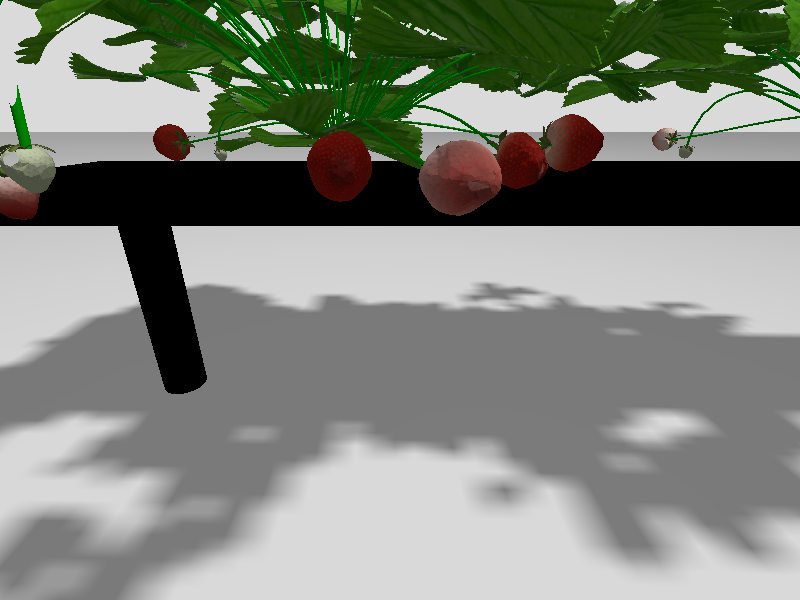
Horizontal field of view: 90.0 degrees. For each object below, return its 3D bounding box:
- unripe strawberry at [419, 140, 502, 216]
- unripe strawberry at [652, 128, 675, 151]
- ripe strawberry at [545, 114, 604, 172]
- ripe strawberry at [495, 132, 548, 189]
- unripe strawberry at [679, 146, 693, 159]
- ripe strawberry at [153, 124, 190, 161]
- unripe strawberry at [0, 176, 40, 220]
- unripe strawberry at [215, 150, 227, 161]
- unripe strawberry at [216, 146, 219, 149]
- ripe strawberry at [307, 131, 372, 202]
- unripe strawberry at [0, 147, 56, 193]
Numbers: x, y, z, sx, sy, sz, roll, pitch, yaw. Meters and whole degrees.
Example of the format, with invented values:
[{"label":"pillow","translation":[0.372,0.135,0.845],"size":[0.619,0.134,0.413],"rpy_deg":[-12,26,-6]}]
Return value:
[{"label":"unripe strawberry","translation":[0.024,-0.045,0.149],"size":[0.031,0.028,0.028],"rpy_deg":[-9,26,-19]},{"label":"unripe strawberry","translation":[0.344,-0.211,0.526],"size":[0.027,0.028,0.029],"rpy_deg":[-6,24,-13]},{"label":"ripe strawberry","translation":[0.136,-0.122,0.311],"size":[0.042,0.041,0.039],"rpy_deg":[3,24,4]},{"label":"ripe strawberry","translation":[0.064,-0.073,0.212],"size":[0.025,0.028,0.027],"rpy_deg":[-20,47,-38]},{"label":"unripe strawberry","translation":[0.236,-0.122,0.331],"size":[0.010,0.010,0.009],"rpy_deg":[0,24,1]},{"label":"ripe strawberry","translation":[-0.225,-0.153,0.390],"size":[0.034,0.033,0.032],"rpy_deg":[9,26,20]},{"label":"unripe strawberry","translation":[-0.120,-0.032,0.125],"size":[0.015,0.014,0.014],"rpy_deg":[7,25,16]},{"label":"unripe strawberry","translation":[-0.164,-0.133,0.369],"size":[0.010,0.010,0.011],"rpy_deg":[8,25,18]},{"label":"unripe strawberry","translation":[-0.186,-0.158,0.418],"size":[0.011,0.011,0.011],"rpy_deg":[16,29,32]},{"label":"ripe strawberry","translation":[-0.028,-0.061,0.185],"size":[0.030,0.032,0.033],"rpy_deg":[-3,25,-8]},{"label":"unripe strawberry","translation":[-0.097,-0.034,0.106],"size":[0.011,0.011,0.011],"rpy_deg":[5,25,10]}]
